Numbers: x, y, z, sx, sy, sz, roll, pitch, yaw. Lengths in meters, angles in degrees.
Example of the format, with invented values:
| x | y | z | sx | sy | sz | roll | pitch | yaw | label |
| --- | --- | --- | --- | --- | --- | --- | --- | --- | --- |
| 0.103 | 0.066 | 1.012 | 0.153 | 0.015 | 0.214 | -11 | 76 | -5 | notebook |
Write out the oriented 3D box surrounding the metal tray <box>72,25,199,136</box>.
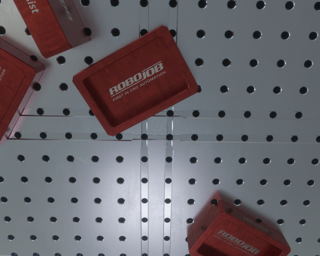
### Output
| x | y | z | sx | sy | sz | roll | pitch | yaw | label |
| --- | --- | --- | --- | --- | --- | --- | --- | --- | --- |
| -0.029 | -0.058 | 0.389 | 0.130 | 0.030 | 0.090 | -27 | 108 | 9 | metal tray |

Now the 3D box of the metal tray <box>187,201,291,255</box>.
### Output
| x | y | z | sx | sy | sz | roll | pitch | yaw | label |
| --- | --- | --- | --- | --- | --- | --- | --- | --- | --- |
| 0.120 | 0.180 | 0.477 | 0.130 | 0.030 | 0.090 | 30 | 107 | -11 | metal tray |

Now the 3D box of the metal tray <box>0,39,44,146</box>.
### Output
| x | y | z | sx | sy | sz | roll | pitch | yaw | label |
| --- | --- | --- | --- | --- | --- | --- | --- | --- | --- |
| -0.219 | -0.046 | 0.391 | 0.090 | 0.030 | 0.129 | 32 | 107 | -11 | metal tray |

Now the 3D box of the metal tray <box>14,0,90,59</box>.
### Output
| x | y | z | sx | sy | sz | roll | pitch | yaw | label |
| --- | --- | --- | --- | --- | --- | --- | --- | --- | --- |
| -0.124 | -0.144 | 0.324 | 0.030 | 0.090 | 0.130 | -21 | 109 | 7 | metal tray |
